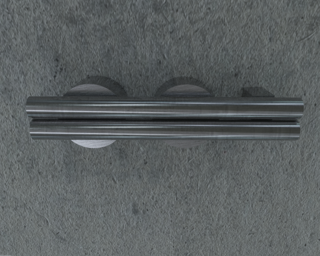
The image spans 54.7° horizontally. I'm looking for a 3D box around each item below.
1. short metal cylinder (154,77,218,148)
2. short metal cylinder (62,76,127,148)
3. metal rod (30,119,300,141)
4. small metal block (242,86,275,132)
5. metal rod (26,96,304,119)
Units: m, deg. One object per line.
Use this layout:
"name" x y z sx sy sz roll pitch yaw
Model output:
"short metal cylinder" 0.030 -0.021 0.391 0.081 0.050 0.079 0 110 0
"short metal cylinder" -0.080 -0.021 0.388 0.081 0.050 0.079 0 110 0
"metal rod" 0.006 0.002 0.358 0.302 0.025 0.025 0 110 -1
"small metal block" 0.121 -0.022 0.392 0.025 0.050 0.050 -2 110 0
"metal rod" 0.006 -0.023 0.349 0.302 0.025 0.025 0 110 -1
